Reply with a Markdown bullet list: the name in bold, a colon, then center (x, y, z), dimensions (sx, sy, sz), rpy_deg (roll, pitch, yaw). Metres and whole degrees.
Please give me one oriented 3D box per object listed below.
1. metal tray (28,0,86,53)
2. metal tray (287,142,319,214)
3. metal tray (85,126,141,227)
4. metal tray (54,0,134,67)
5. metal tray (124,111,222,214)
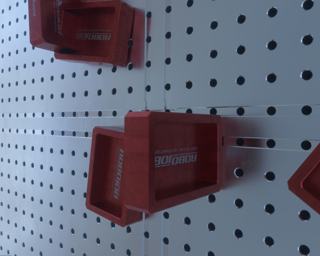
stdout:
- **metal tray**: center (-0.161, -0.188, 0.494), dimensions (0.030, 0.091, 0.129), rpy_deg (-6, 86, 33)
- **metal tray**: center (0.187, 0.056, 0.251), dimensions (0.130, 0.030, 0.089), rpy_deg (43, 116, 31)
- **metal tray**: center (-0.065, 0.067, 0.457), dimensions (0.090, 0.030, 0.129), rpy_deg (11, 97, 39)
- **metal tray**: center (-0.105, -0.146, 0.479), dimensions (0.130, 0.030, 0.089), rpy_deg (12, 96, 32)
- **metal tray**: center (0.020, 0.030, 0.323), dimensions (0.030, 0.131, 0.089), rpy_deg (1, 91, 40)
